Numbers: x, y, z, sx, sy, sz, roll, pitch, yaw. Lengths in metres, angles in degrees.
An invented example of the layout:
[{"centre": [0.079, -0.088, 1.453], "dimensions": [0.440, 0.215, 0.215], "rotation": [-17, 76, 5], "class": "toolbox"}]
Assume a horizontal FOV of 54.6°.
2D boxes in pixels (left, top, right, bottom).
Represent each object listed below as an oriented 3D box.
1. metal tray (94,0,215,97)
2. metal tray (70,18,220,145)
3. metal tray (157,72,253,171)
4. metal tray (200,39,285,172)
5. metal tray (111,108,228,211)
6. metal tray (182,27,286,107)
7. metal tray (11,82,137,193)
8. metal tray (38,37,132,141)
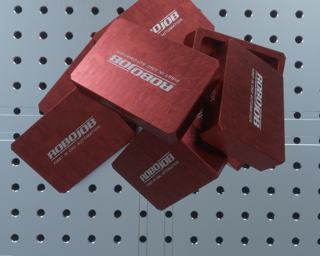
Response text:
[{"centre": [-0.006, -0.114, 0.392], "dimensions": [0.130, 0.030, 0.090], "rotation": [-43, 92, -14], "class": "metal tray"}, {"centre": [-0.015, -0.052, 0.323], "dimensions": [0.130, 0.030, 0.090], "rotation": [29, 75, 19], "class": "metal tray"}, {"centre": [0.050, -0.008, 0.382], "dimensions": [0.130, 0.090, 0.030], "rotation": [44, 91, 1], "class": "metal tray"}, {"centre": [0.097, -0.028, 0.348], "dimensions": [0.090, 0.030, 0.130], "rotation": [28, 54, -20], "class": "metal tray"}, {"centre": [0.005, 0.041, 0.367], "dimensions": [0.090, 0.129, 0.030], "rotation": [43, 48, -1], "class": "metal tray"}, {"centre": [0.090, -0.063, 0.389], "dimensions": [0.131, 0.030, 0.090], "rotation": [10, 90, -20], "class": "metal tray"}, {"centre": [-0.105, 0.011, 0.388], "dimensions": [0.130, 0.030, 0.090], "rotation": [-38, 106, 11], "class": "metal tray"}, {"centre": [-0.082, -0.049, 0.410], "dimensions": [0.090, 0.030, 0.130], "rotation": [39, 90, 0], "class": "metal tray"}]
